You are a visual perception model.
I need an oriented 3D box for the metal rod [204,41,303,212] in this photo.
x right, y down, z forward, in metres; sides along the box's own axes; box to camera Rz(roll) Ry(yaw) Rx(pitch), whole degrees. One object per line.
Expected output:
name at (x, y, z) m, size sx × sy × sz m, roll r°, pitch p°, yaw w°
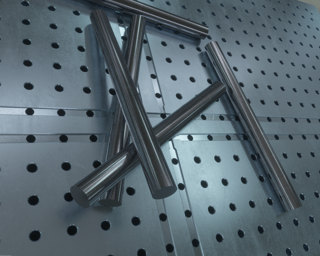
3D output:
metal rod at (0.141, -0.015, 0.495) m, size 0.025 × 0.025 × 0.299 m, roll -8°, pitch 66°, yaw -32°

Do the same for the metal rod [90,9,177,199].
metal rod at (-0.044, -0.052, 0.377) m, size 0.025 × 0.025 × 0.299 m, roll -1°, pitch 50°, yaw -29°

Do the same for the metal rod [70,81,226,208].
metal rod at (0.010, 0.000, 0.394) m, size 0.025 × 0.025 × 0.302 m, roll 48°, pitch 45°, yaw 5°

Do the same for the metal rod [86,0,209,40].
metal rod at (-0.056, -0.199, 0.500) m, size 0.302 × 0.025 × 0.025 m, roll 11°, pitch 57°, yaw -22°

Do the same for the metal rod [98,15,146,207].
metal rod at (-0.044, -0.045, 0.412) m, size 0.025 × 0.025 × 0.300 m, roll 17°, pitch 55°, yaw -19°
